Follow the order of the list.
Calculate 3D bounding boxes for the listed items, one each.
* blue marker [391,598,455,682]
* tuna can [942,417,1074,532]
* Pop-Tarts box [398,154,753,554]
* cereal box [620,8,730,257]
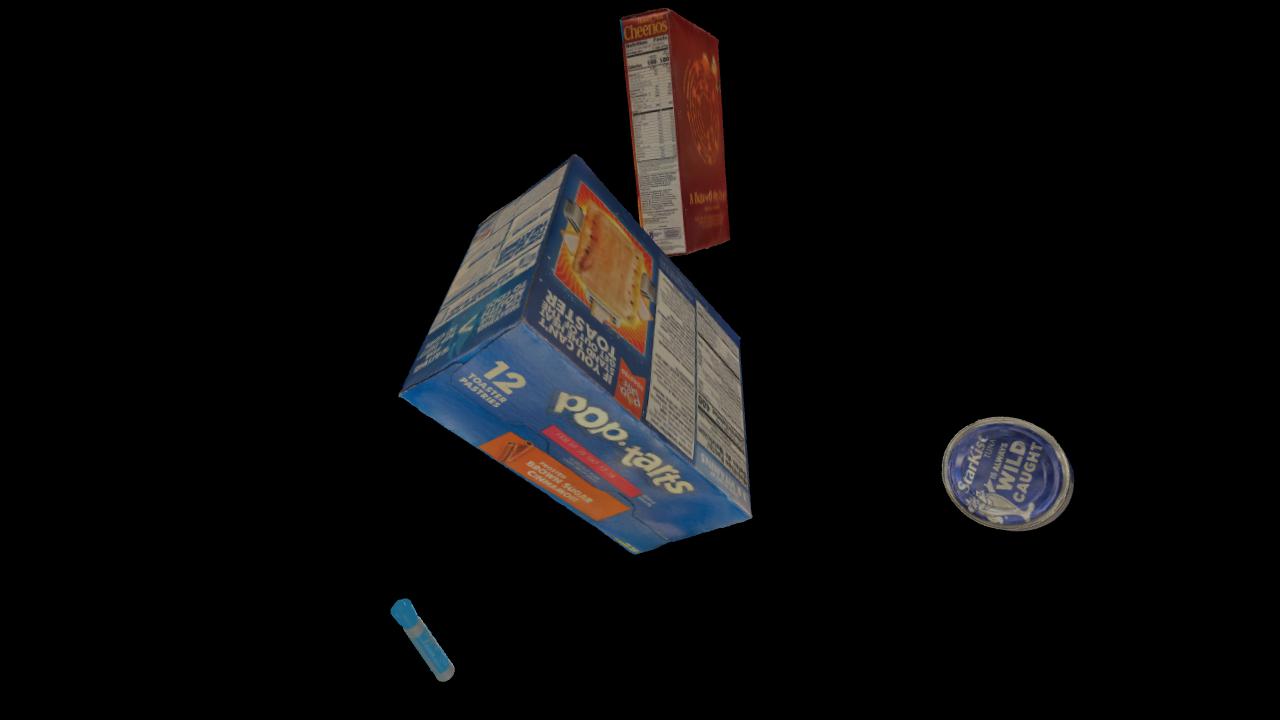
[{"bbox_3d":[-0.206,0.267,0.585,0.020,0.121,0.020,-8,35,6],"label":"blue marker"},{"bbox_3d":[0.279,0.087,0.468,0.084,0.084,0.034,0,-15,41],"label":"tuna can"},{"bbox_3d":[-0.019,0.001,0.340,0.083,0.141,0.167,-28,-54,28],"label":"Pop-Tarts box"},{"bbox_3d":[0.059,-0.312,0.883,0.081,0.306,0.203,0,16,25],"label":"cereal box"}]
